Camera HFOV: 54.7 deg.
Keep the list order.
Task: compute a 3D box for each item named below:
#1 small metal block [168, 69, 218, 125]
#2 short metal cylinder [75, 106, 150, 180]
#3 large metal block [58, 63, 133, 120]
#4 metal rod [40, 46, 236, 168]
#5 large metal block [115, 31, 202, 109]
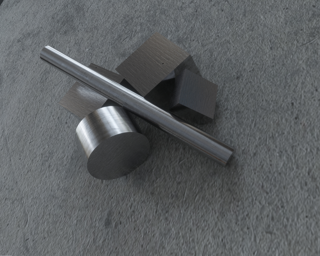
[{"bbox_3d":[0.042,-0.038,0.388,0.025,0.050,0.050,-32,40,56],"label":"small metal block"},{"bbox_3d":[-0.060,0.019,0.389,0.080,0.080,0.050,-38,51,3],"label":"short metal cylinder"},{"bbox_3d":[-0.089,-0.041,0.461,0.080,0.050,0.080,28,77,37],"label":"large metal block"},{"bbox_3d":[-0.043,-0.037,0.398,0.300,0.025,0.025,30,78,21],"label":"metal rod"},{"bbox_3d":[-0.002,-0.076,0.434,0.080,0.050,0.080,-43,51,-2],"label":"large metal block"}]
